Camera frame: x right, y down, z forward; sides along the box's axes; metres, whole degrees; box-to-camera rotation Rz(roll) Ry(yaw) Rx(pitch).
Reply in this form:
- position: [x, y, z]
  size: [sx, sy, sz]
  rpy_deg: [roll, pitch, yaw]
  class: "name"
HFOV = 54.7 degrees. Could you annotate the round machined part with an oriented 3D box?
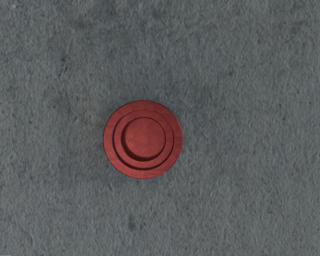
- position: [-0.021, 0.014, 0.401]
  size: [0.099, 0.042, 0.097]
  rpy_deg: [0, 90, -1]
  class: "round machined part"
